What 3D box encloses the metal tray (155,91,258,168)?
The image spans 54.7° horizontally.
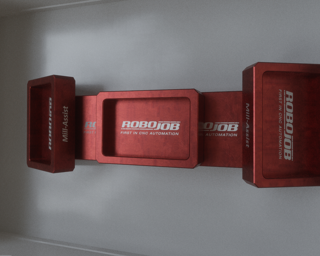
[{"bbox_3d":[0.059,0.001,0.386,0.130,0.030,0.089,0,90,20],"label":"metal tray"}]

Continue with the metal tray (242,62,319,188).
[{"bbox_3d":[0.138,-0.003,0.337,0.091,0.030,0.129,0,90,-9],"label":"metal tray"}]

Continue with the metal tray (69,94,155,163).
[{"bbox_3d":[-0.063,0.000,0.430,0.130,0.030,0.089,0,90,20],"label":"metal tray"}]

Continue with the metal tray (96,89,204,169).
[{"bbox_3d":[-0.014,0.000,0.379,0.130,0.030,0.089,1,90,20],"label":"metal tray"}]

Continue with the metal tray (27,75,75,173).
[{"bbox_3d":[-0.157,-0.006,0.443,0.090,0.030,0.129,1,90,45],"label":"metal tray"}]
